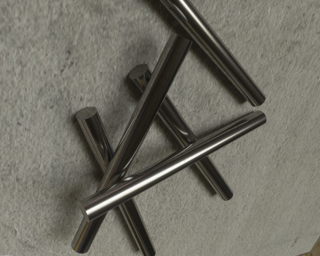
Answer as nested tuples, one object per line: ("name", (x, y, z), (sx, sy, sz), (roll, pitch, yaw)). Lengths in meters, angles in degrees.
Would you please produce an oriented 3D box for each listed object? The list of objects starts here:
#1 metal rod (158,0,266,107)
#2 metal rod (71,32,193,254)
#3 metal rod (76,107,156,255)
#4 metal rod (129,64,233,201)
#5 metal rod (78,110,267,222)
("metal rod", (0.051, -0.111, 0.367), (0.025, 0.025, 0.301), (-49, 129, 6))
("metal rod", (-0.041, 0.031, 0.370), (0.025, 0.025, 0.298), (15, 111, -35))
("metal rod", (-0.051, 0.098, 0.440), (0.025, 0.025, 0.298), (-26, 128, -13))
("metal rod", (0.046, 0.026, 0.450), (0.025, 0.025, 0.300), (-39, 130, -2))
("metal rod", (0.037, 0.038, 0.412), (0.302, 0.025, 0.025), (-24, 129, -30))
